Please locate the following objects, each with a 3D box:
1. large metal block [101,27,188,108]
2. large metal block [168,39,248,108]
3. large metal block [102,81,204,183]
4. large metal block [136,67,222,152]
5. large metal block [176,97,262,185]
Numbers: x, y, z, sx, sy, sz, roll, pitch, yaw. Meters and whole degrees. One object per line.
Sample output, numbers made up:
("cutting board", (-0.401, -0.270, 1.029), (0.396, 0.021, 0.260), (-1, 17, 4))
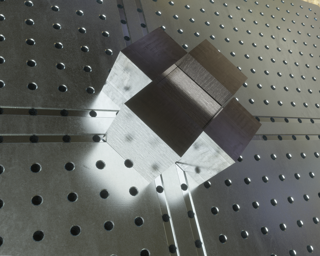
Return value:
("large metal block", (-0.021, -0.073, 0.406), (0.050, 0.080, 0.080), (44, 51, 2))
("large metal block", (0.062, -0.065, 0.445), (0.080, 0.080, 0.050), (44, 51, 1))
("large metal block", (-0.011, 0.007, 0.362), (0.080, 0.080, 0.050), (44, 51, 1))
("large metal block", (0.021, -0.022, 0.415), (0.080, 0.050, 0.080), (43, 53, 3))
("large metal block", (0.073, 0.018, 0.402), (0.050, 0.080, 0.080), (45, 51, 3))
